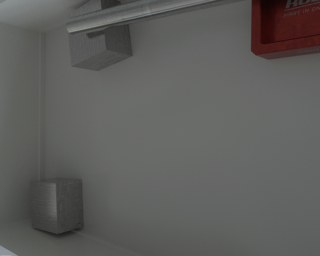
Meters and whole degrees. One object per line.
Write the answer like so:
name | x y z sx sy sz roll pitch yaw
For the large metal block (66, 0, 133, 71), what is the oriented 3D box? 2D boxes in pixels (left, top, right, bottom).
large metal block | -0.092 -0.138 0.463 0.080 0.050 0.080 -12 83 39

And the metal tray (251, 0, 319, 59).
metal tray | 0.148 -0.115 0.274 0.130 0.030 0.089 2 91 43

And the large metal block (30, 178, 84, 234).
large metal block | -0.178 0.130 0.535 0.080 0.050 0.080 -5 87 39

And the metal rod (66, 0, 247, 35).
metal rod | 0.003 -0.138 0.349 0.300 0.025 0.025 2 91 34
